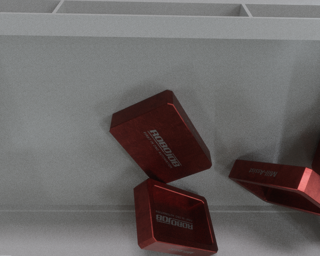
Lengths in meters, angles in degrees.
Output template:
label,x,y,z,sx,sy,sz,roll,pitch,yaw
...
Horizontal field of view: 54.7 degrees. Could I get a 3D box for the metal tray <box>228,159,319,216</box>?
label,x,y,z,sx,sy,sz,roll,pitch,yaw
metal tray,0.169,0.081,0.422,0.090,0.030,0.130,34,165,-22

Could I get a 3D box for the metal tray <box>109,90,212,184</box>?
label,x,y,z,sx,sy,sz,roll,pitch,yaw
metal tray,0.004,0.019,0.422,0.090,0.030,0.130,-23,127,18

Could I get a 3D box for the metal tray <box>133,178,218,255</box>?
label,x,y,z,sx,sy,sz,roll,pitch,yaw
metal tray,0.024,0.133,0.450,0.131,0.090,0.030,26,130,-36

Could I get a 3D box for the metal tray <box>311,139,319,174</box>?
label,x,y,z,sx,sy,sz,roll,pitch,yaw
metal tray,0.246,0.037,0.399,0.030,0.090,0.129,-10,130,-3
